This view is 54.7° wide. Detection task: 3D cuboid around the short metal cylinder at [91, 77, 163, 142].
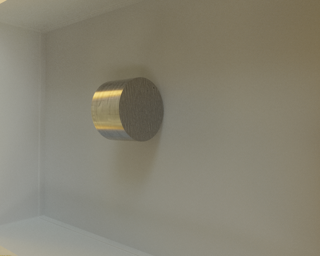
[{"bbox_3d":[-0.040,-0.023,0.399,0.050,0.081,0.079,0,90,40],"label":"short metal cylinder"}]
